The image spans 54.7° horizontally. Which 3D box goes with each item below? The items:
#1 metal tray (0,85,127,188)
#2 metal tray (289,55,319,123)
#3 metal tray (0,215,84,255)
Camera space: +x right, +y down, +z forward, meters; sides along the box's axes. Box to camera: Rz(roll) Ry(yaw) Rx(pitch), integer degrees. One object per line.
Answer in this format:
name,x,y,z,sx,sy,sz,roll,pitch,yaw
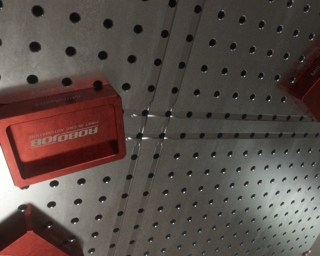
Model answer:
metal tray,-0.108,0.008,0.354,0.131,0.030,0.089,-14,125,-21
metal tray,0.286,-0.082,0.517,0.090,0.030,0.130,34,99,-39
metal tray,-0.175,0.186,0.428,0.090,0.030,0.130,-36,130,-5
